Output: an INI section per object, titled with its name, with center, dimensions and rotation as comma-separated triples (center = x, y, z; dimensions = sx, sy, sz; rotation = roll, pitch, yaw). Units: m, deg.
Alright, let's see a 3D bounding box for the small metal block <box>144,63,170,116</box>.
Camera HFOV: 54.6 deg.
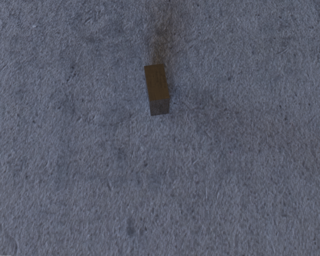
[small metal block]
center = -0.004, -0.050, 0.413
dimensions = 0.025, 0.050, 0.050
rotation = -9, 70, -3
